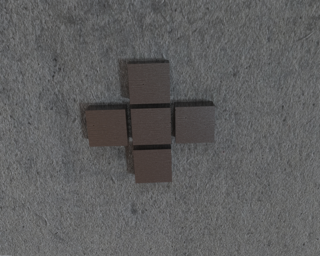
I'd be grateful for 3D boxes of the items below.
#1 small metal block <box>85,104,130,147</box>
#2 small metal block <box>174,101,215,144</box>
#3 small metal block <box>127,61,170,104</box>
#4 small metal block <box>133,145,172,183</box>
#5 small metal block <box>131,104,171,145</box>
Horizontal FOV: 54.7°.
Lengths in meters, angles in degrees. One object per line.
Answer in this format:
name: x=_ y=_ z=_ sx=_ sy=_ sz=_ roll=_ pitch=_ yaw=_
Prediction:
small metal block: x=-0.068 y=-0.004 z=0.409 sx=0.050 sy=0.025 sz=0.050 roll=-2 pitch=110 yaw=0
small metal block: x=0.045 y=-0.008 z=0.409 sx=0.050 sy=0.025 sz=0.050 roll=-2 pitch=110 yaw=0
small metal block: x=-0.013 y=-0.058 z=0.390 sx=0.050 sy=0.025 sz=0.050 roll=-2 pitch=110 yaw=0
small metal block: x=-0.009 y=0.048 z=0.429 sx=0.050 sy=0.025 sz=0.050 roll=-2 pitch=110 yaw=0
small metal block: x=-0.011 y=-0.006 z=0.409 sx=0.050 sy=0.025 sz=0.050 roll=-2 pitch=110 yaw=0
